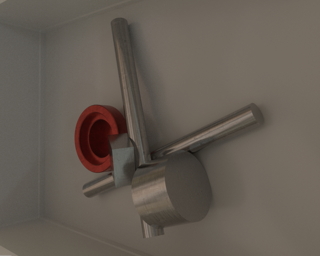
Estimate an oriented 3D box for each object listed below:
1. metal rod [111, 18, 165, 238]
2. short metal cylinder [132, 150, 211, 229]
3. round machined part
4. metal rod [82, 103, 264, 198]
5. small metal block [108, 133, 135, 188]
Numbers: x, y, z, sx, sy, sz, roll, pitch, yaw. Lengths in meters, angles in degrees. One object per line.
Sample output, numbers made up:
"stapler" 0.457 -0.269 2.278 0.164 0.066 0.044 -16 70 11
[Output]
"metal rod" -0.033 -0.013 0.407 0.025 0.025 0.299 -24 68 37
"short metal cylinder" 0.014 0.071 0.356 0.050 0.081 0.080 -25 75 37
"round machined part" -0.079 0.015 0.457 0.098 0.042 0.097 0 90 39
"metal rod" -0.006 0.042 0.408 0.299 0.025 0.025 -28 73 36
"small metal block" -0.048 0.039 0.389 0.050 0.025 0.050 -130 36 -66
